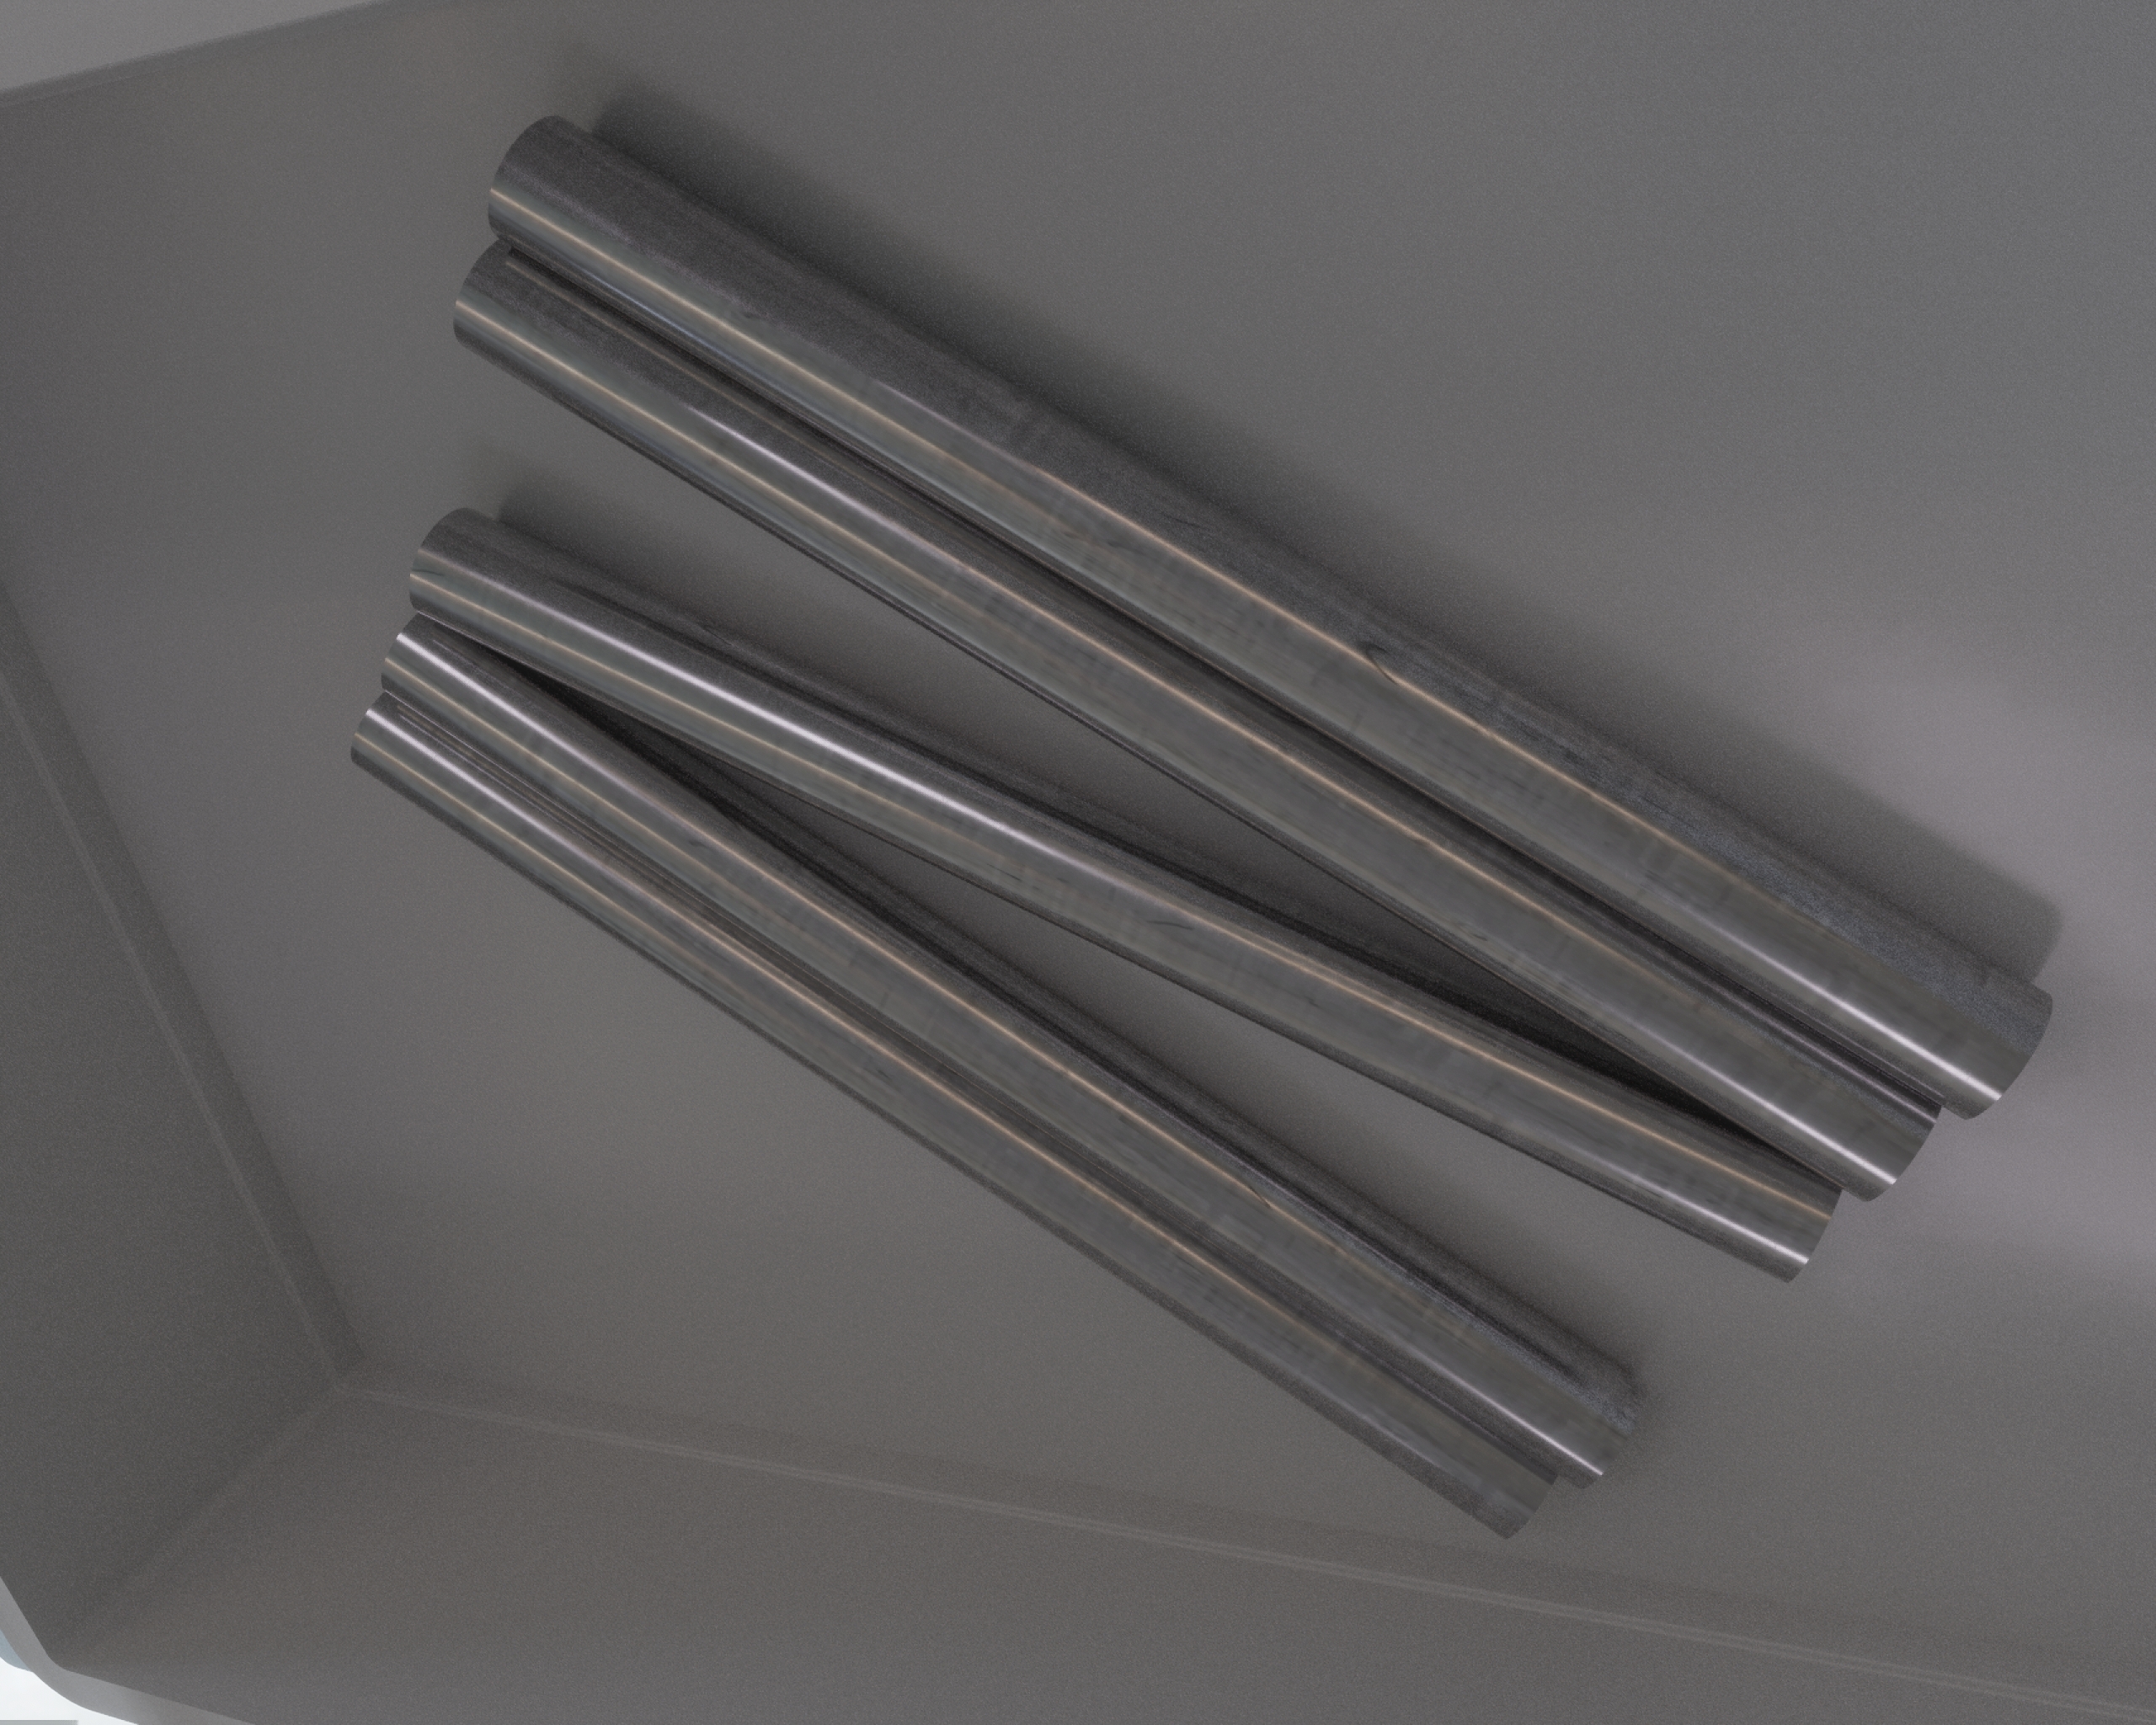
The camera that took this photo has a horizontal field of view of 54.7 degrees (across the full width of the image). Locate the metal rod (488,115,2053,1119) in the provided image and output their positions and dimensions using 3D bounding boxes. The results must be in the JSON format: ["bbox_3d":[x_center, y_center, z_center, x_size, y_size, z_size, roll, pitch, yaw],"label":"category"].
[{"bbox_3d":[0.027,-0.047,0.364,0.301,0.025,0.025,32,129,7],"label":"metal rod"}]

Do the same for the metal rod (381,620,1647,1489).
[{"bbox_3d":[-0.017,0.035,0.438,0.301,0.025,0.025,33,129,6],"label":"metal rod"}]

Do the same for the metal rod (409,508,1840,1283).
[{"bbox_3d":[0.001,0.001,0.407,0.301,0.025,0.025,26,128,12],"label":"metal rod"}]

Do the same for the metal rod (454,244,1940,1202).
[{"bbox_3d":[0.016,-0.030,0.380,0.301,0.025,0.025,32,129,7],"label":"metal rod"}]

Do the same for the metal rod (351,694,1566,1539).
[{"bbox_3d":[-0.029,0.050,0.453,0.301,0.025,0.025,33,129,6],"label":"metal rod"}]
